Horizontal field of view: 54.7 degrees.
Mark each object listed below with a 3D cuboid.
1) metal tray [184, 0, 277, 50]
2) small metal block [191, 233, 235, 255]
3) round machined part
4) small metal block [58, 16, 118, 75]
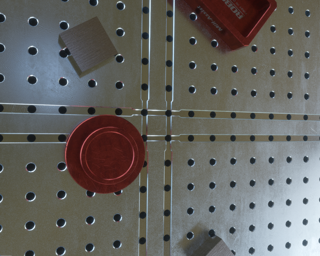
[{"bbox_3d":[0.097,-0.188,0.444,0.130,0.030,0.090,41,77,-16],"label":"metal tray"},{"bbox_3d":[0.078,0.190,0.442,0.050,0.025,0.050,-40,103,-16],"label":"small metal block"},{"bbox_3d":[-0.065,0.032,0.380,0.099,0.042,0.097,0,90,-20],"label":"round machined part"},{"bbox_3d":[-0.088,-0.100,0.380,0.050,0.025,0.050,-33,101,-17],"label":"small metal block"}]
